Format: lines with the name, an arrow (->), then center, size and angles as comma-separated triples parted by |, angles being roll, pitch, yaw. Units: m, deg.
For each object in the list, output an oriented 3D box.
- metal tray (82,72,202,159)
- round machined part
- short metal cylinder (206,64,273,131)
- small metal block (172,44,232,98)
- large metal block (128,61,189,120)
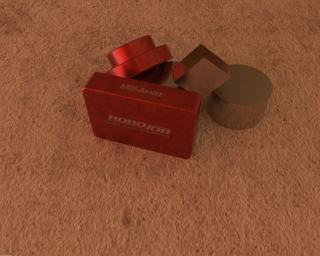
metal tray -> -0.021, -0.013, 0.373 | 0.131, 0.090, 0.030 | 13, 52, 10
round machined part -> -0.035, -0.097, 0.438 | 0.099, 0.098, 0.042 | -30, 100, -23
short metal cylinder -> 0.107, -0.043, 0.426 | 0.081, 0.050, 0.080 | 0, 50, 0
small metal block -> 0.052, -0.069, 0.388 | 0.050, 0.050, 0.025 | 26, 43, -34
large metal block -> -0.003, -0.047, 0.430 | 0.081, 0.050, 0.080 | -1, 50, -1
